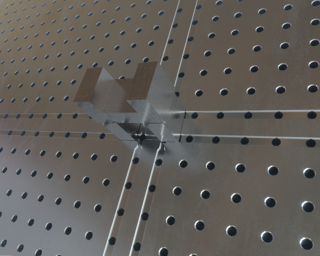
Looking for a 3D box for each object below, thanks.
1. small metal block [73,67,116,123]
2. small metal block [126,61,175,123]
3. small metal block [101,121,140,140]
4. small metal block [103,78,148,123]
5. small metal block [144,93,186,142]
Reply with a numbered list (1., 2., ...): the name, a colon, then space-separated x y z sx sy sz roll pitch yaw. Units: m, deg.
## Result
1. small metal block: -0.075 -0.040 0.389 0.025 0.050 0.050 1 62 29
2. small metal block: -0.009 -0.040 0.354 0.025 0.050 0.050 1 62 29
3. small metal block: -0.050 -0.017 0.426 0.025 0.050 0.050 1 62 28
4. small metal block: -0.036 -0.034 0.383 0.050 0.025 0.050 1 62 28
5. small metal block: 0.008 -0.016 0.396 0.025 0.050 0.050 -1 62 28
